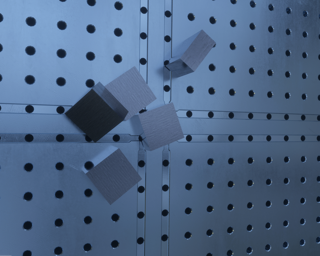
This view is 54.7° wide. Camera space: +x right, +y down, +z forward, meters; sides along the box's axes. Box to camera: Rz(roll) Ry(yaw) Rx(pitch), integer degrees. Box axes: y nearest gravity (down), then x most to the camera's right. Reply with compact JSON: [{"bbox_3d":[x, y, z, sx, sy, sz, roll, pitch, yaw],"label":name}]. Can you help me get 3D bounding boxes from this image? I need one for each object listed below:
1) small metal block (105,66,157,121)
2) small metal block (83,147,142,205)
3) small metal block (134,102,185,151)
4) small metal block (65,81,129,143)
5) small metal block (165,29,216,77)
[{"bbox_3d":[-0.041,-0.043,0.398,0.050,0.025,0.050,-38,103,-16],"label":"small metal block"},{"bbox_3d":[-0.060,0.059,0.391,0.050,0.025,0.050,-38,103,-16],"label":"small metal block"},{"bbox_3d":[-0.002,-0.002,0.413,0.050,0.025,0.050,-21,97,-19],"label":"small metal block"},{"bbox_3d":[-0.075,-0.018,0.372,0.050,0.025,0.050,-37,106,24],"label":"small metal block"},{"bbox_3d":[0.040,-0.098,0.415,0.025,0.050,0.050,40,77,-16],"label":"small metal block"}]
